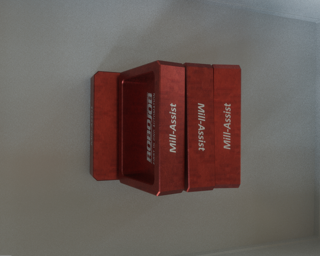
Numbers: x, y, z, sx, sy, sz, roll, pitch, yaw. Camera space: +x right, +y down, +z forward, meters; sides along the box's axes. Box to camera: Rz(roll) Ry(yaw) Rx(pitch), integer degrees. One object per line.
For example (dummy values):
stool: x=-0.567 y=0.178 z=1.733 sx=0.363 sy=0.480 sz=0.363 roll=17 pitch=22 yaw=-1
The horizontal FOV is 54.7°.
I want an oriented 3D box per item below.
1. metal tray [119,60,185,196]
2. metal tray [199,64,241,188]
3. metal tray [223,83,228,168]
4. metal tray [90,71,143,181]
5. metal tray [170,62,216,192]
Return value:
metal tray: x=-0.012 y=0.000 z=0.335 sx=0.030 sy=0.090 sz=0.129 roll=0 pitch=90 yaw=-33
metal tray: x=0.065 y=-0.002 z=0.363 sx=0.030 sy=0.090 sz=0.129 roll=0 pitch=90 yaw=-6
metal tray: x=0.045 y=0.000 z=0.423 sx=0.091 sy=0.030 sz=0.129 roll=1 pitch=90 yaw=-20
metal tray: x=-0.040 y=-0.002 z=0.390 sx=0.091 sy=0.030 sz=0.129 roll=1 pitch=90 yaw=-20
metal tray: x=0.026 y=0.000 z=0.350 sx=0.030 sy=0.090 sz=0.129 roll=0 pitch=88 yaw=-20
